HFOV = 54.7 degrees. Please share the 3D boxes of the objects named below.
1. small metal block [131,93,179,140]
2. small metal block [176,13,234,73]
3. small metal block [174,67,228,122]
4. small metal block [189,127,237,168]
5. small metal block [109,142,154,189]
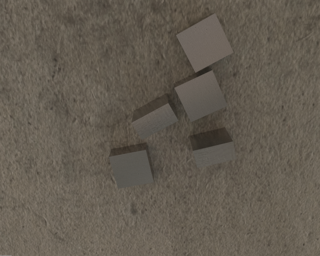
[{"bbox_3d":[-0.006,-0.016,0.391,0.050,0.050,0.025,-28,108,9],"label":"small metal block"},{"bbox_3d":[0.053,-0.103,0.373,0.050,0.025,0.050,-28,108,9],"label":"small metal block"},{"bbox_3d":[0.051,-0.043,0.395,0.050,0.025,0.050,-25,109,8],"label":"small metal block"},{"bbox_3d":[0.068,0.025,0.407,0.050,0.050,0.025,-14,110,4],"label":"small metal block"},{"bbox_3d":[-0.038,0.052,0.428,0.050,0.025,0.050,-11,110,3],"label":"small metal block"}]
